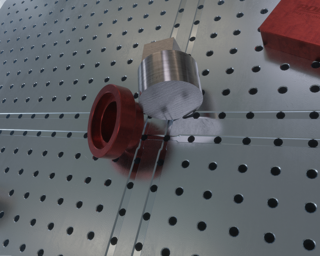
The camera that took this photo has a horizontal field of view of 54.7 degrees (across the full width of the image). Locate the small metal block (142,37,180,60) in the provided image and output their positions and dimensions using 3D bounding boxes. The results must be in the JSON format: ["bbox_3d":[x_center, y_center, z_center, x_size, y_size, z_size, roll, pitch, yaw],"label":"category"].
[{"bbox_3d":[0.001,-0.107,0.473,0.050,0.025,0.050,-8,58,24],"label":"small metal block"}]

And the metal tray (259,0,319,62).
[{"bbox_3d":[0.202,-0.127,0.377,0.130,0.030,0.090,32,79,38],"label":"metal tray"}]

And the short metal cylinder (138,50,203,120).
[{"bbox_3d":[0.012,-0.053,0.399,0.080,0.080,0.050,-17,55,19],"label":"short metal cylinder"}]

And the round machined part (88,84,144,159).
[{"bbox_3d":[-0.057,-0.006,0.413,0.098,0.042,0.098,-21,64,51],"label":"round machined part"}]
